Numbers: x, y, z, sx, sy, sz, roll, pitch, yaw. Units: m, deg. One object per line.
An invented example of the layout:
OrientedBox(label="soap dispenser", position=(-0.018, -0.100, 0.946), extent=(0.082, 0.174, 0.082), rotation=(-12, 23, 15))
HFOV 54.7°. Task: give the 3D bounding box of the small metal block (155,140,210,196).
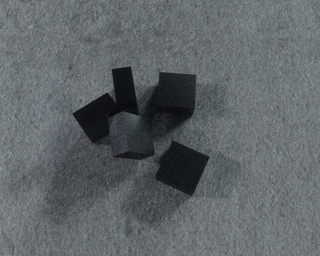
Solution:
OrientedBox(label="small metal block", position=(0.028, 0.051, 0.390), extent=(0.050, 0.025, 0.050), rotation=(24, 72, 8))

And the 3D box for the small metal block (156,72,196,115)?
OrientedBox(label="small metal block", position=(0.022, -0.047, 0.426), extent=(0.050, 0.025, 0.050), rotation=(4, 70, 1))

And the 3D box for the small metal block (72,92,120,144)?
OrientedBox(label="small metal block", position=(-0.077, -0.012, 0.397), extent=(0.050, 0.050, 0.025), rotation=(-34, 69, -12))

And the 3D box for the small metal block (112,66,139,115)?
OrientedBox(label="small metal block", position=(-0.045, -0.046, 0.411), extent=(0.025, 0.050, 0.050), rotation=(-9, 70, -4))

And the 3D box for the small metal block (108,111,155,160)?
OrientedBox(label="small metal block", position=(-0.035, 0.011, 0.387), extent=(0.025, 0.050, 0.050), rotation=(-22, 68, 33))
